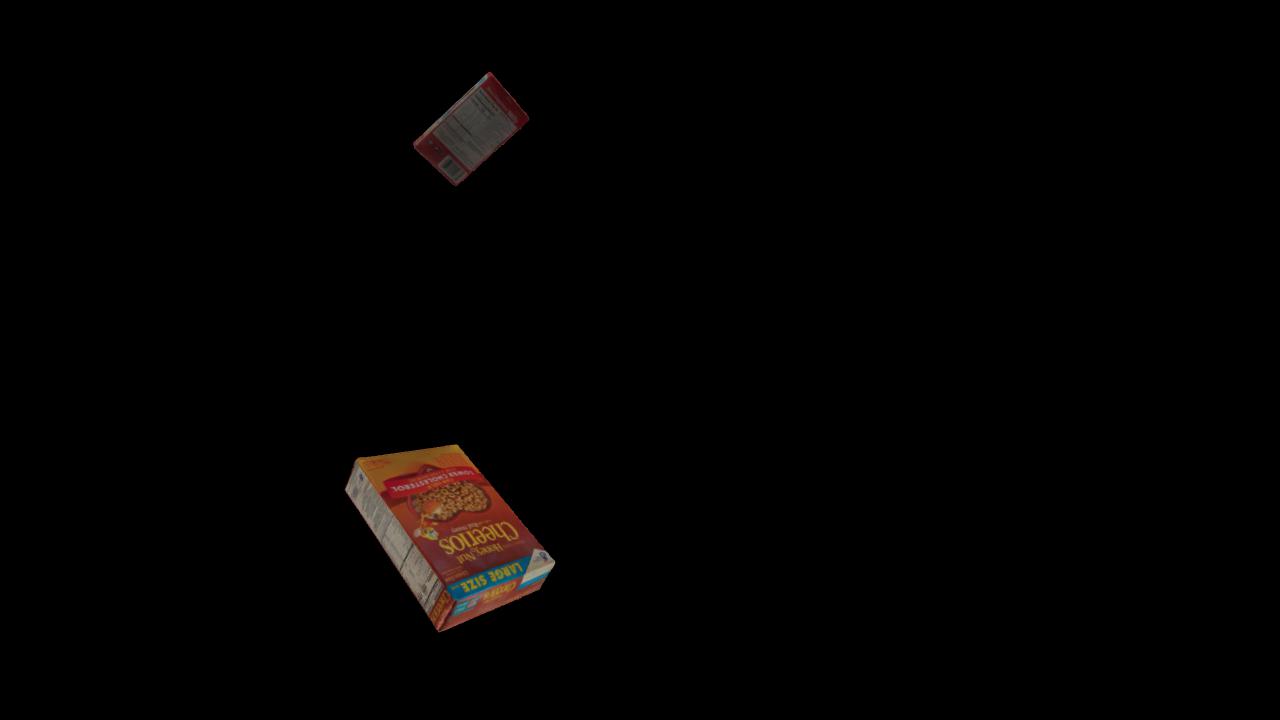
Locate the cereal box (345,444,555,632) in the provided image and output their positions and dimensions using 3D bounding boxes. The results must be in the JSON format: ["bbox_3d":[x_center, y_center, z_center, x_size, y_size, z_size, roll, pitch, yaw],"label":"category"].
[{"bbox_3d":[-0.306,0.268,0.993,0.306,0.081,0.203,40,22,29],"label":"cereal box"}]

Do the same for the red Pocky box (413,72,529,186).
[{"bbox_3d":[-0.247,-0.337,0.905,0.083,0.155,0.028,44,12,-39],"label":"red Pocky box"}]
